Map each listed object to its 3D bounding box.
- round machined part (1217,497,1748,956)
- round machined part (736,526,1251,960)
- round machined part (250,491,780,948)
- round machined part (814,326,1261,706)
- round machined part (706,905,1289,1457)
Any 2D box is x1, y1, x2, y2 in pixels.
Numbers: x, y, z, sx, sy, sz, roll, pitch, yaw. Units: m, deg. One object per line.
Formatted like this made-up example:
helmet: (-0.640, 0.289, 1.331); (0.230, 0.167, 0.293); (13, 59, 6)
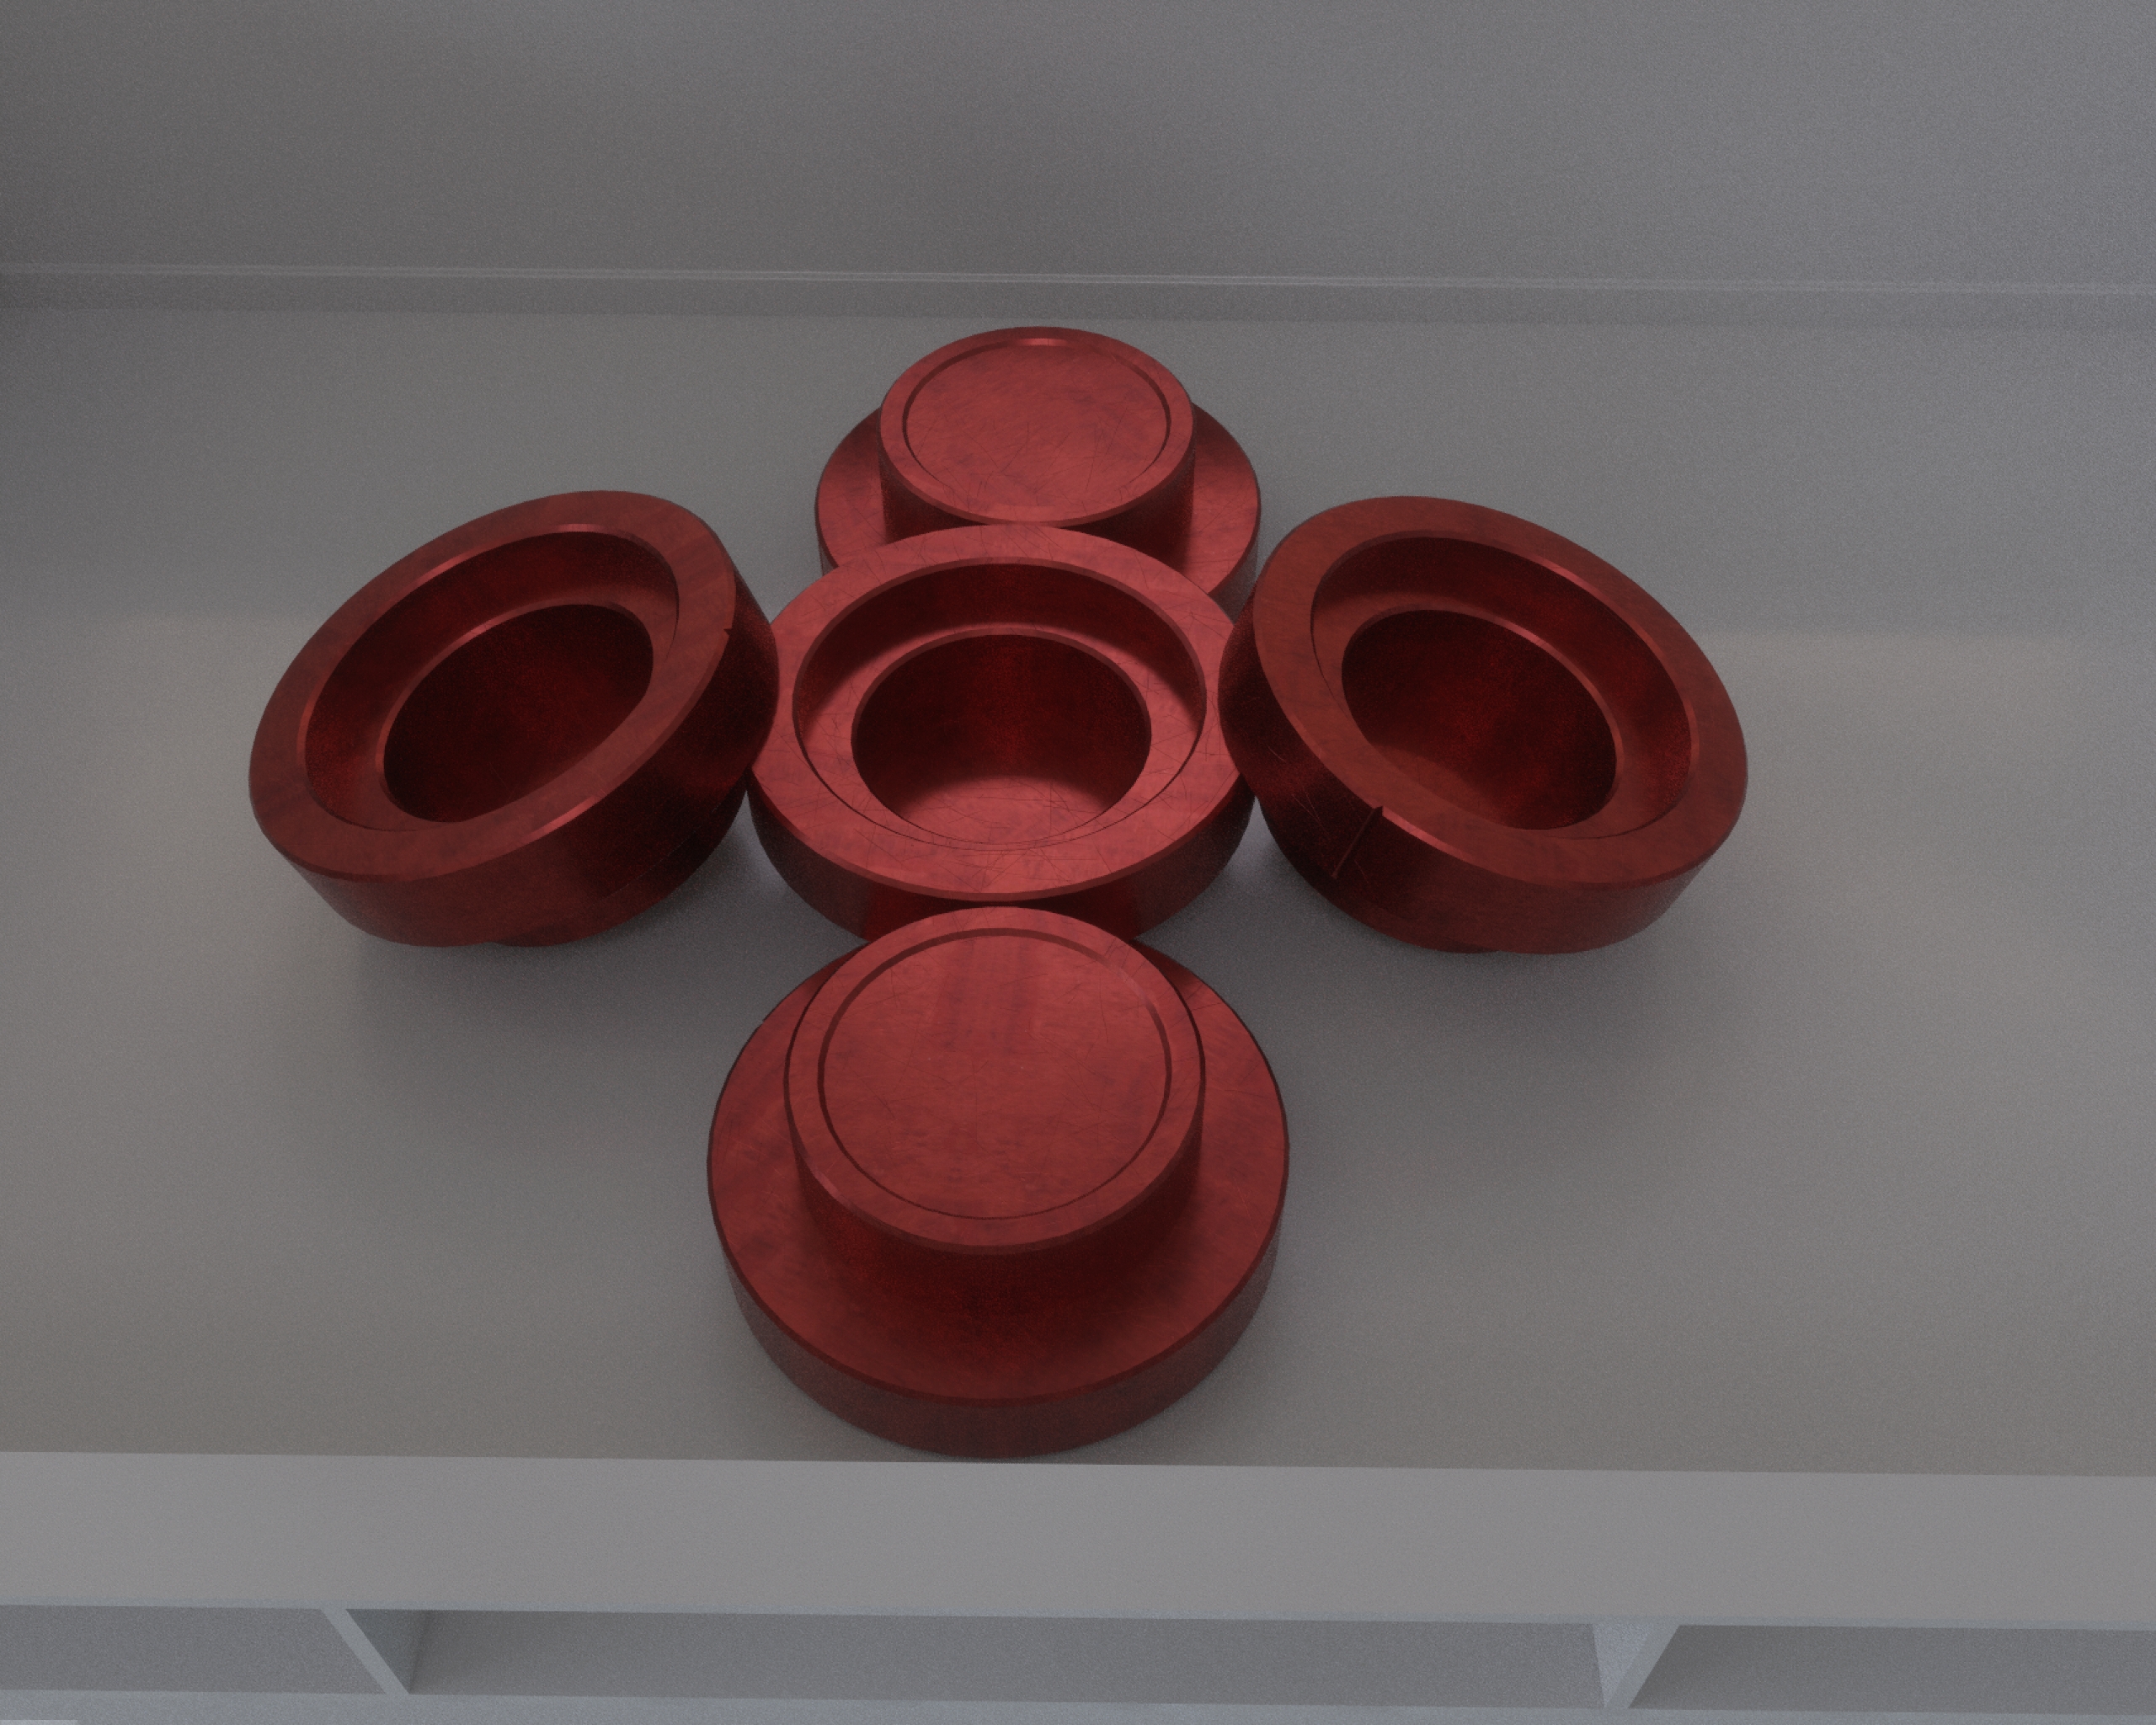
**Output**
round machined part: (0.073, -0.021, 0.399); (0.099, 0.042, 0.098); (11, 49, -13)
round machined part: (-0.015, -0.018, 0.406); (0.099, 0.042, 0.098); (0, 50, 0)
round machined part: (-0.102, -0.023, 0.400); (0.098, 0.042, 0.098); (-11, 48, 13)
round machined part: (-0.009, -0.081, 0.460); (0.099, 0.042, 0.098); (0, 50, 0)
round machined part: (-0.013, 0.046, 0.353); (0.099, 0.042, 0.098); (0, 50, 0)
